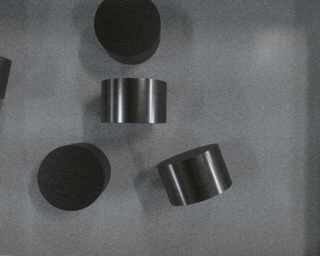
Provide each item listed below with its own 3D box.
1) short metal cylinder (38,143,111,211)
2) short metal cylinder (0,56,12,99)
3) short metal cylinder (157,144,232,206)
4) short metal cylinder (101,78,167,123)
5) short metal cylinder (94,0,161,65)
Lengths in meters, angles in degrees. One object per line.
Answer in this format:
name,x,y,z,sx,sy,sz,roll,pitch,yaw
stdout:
short metal cylinder,-0.107,0.060,0.398,0.081,0.050,0.079,0,90,-1
short metal cylinder,-0.231,-0.068,0.381,0.080,0.080,0.050,11,90,-1
short metal cylinder,0.042,0.057,0.385,0.080,0.080,0.050,-20,90,0
short metal cylinder,-0.032,-0.031,0.384,0.081,0.080,0.050,1,90,-1
short metal cylinder,-0.039,-0.126,0.398,0.081,0.050,0.079,0,90,-1
